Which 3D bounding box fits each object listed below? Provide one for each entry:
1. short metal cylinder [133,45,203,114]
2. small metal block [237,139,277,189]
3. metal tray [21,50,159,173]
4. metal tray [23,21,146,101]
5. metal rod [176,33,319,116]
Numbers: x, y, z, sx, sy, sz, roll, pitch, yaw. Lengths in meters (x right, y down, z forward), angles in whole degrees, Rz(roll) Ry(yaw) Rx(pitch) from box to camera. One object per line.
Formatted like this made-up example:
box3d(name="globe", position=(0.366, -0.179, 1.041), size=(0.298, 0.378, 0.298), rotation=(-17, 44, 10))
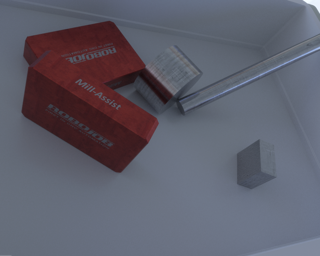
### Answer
box3d(name="short metal cylinder", position=(0.011, -0.064, 0.417), size=(0.050, 0.080, 0.080), rotation=(47, 51, 4))
box3d(name="small metal block", position=(0.134, 0.051, 0.433), size=(0.025, 0.050, 0.050), rotation=(21, 54, -16))
box3d(name="metal tray", position=(-0.077, -0.011, 0.329), size=(0.130, 0.090, 0.030), rotation=(33, 51, -7))
box3d(name="metal tray", position=(-0.095, -0.088, 0.406), size=(0.131, 0.030, 0.090), rotation=(-28, 77, -37))
box3d(name="metal rod", position=(0.163, -0.093, 0.472), size=(0.302, 0.025, 0.025), rotation=(-26, 75, -11))
